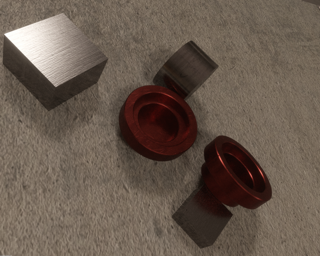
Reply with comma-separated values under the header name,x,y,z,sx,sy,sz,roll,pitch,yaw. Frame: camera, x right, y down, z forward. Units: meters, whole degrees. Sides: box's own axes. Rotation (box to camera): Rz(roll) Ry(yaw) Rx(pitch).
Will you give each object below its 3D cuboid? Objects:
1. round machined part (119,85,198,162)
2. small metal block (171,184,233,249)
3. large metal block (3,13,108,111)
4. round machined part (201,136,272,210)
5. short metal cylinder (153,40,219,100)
name,x,y,z,sx,sy,sz,roll,pitch,yaw
round machined part,-0.005,-0.003,0.393,0.099,0.042,0.098,13,57,-21
small metal block,0.051,0.105,0.369,0.050,0.025,0.050,47,51,4
large metal block,-0.124,-0.080,0.370,0.080,0.050,0.080,46,51,3
round machined part,0.091,0.060,0.393,0.098,0.042,0.098,33,30,-21
short metal cylinder,0.036,-0.075,0.436,0.050,0.080,0.080,45,51,2
